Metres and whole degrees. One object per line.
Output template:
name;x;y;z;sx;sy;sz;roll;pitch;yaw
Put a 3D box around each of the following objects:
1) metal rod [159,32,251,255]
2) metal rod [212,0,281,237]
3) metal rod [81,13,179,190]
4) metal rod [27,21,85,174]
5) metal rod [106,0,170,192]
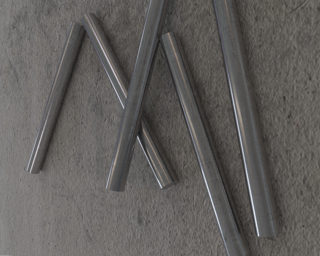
metal rod;0.052;0.024;0.361;0.025;0.025;0.299;-26;74;37
metal rod;0.087;-0.039;0.333;0.025;0.025;0.298;-15;81;39
metal rod;-0.051;-0.052;0.447;0.025;0.025;0.299;-41;65;32
metal rod;-0.192;-0.045;0.564;0.025;0.025;0.298;37;113;34
metal rod;-0.024;-0.065;0.401;0.025;0.025;0.298;15;92;39
